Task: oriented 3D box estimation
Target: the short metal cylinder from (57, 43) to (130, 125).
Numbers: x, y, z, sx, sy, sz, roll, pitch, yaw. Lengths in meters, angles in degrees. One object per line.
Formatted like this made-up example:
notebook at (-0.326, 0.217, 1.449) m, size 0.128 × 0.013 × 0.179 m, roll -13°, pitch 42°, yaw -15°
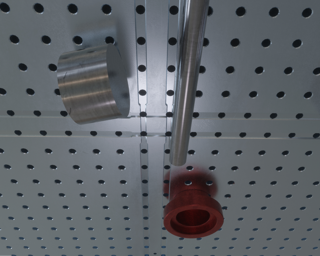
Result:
short metal cylinder at (-0.068, -0.047, 0.335) m, size 0.050 × 0.080 × 0.080 m, roll -10°, pitch 130°, yaw 8°

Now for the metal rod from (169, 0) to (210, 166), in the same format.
metal rod at (0.033, -0.067, 0.355) m, size 0.025 × 0.025 × 0.298 m, roll 2°, pitch 130°, yaw -2°

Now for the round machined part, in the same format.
round machined part at (0.055, 0.141, 0.522) m, size 0.099 × 0.042 × 0.097 m, roll 0°, pitch 130°, yaw 0°
